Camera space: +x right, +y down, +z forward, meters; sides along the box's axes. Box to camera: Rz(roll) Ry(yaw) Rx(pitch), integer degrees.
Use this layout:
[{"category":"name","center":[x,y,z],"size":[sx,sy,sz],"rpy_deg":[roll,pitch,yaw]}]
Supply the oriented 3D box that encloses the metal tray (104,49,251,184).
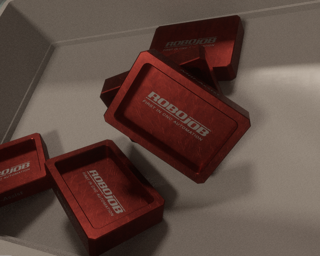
[{"category":"metal tray","center":[0.017,-0.012,0.331],"size":[0.130,0.030,0.090],"rpy_deg":[34,112,1]}]

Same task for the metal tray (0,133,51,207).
[{"category":"metal tray","center":[-0.227,0.066,0.446],"size":[0.131,0.030,0.090],"rpy_deg":[-20,49,-13]}]

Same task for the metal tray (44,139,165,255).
[{"category":"metal tray","center":[-0.067,0.072,0.361],"size":[0.091,0.030,0.130],"rpy_deg":[-20,43,-31]}]

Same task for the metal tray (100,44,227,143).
[{"category":"metal tray","center":[0.006,-0.036,0.378],"size":[0.130,0.090,0.030],"rpy_deg":[-17,39,18]}]

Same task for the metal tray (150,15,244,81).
[{"category":"metal tray","center":[0.047,-0.110,0.444],"size":[0.130,0.030,0.090],"rpy_deg":[2,62,28]}]
